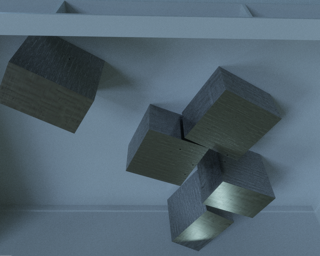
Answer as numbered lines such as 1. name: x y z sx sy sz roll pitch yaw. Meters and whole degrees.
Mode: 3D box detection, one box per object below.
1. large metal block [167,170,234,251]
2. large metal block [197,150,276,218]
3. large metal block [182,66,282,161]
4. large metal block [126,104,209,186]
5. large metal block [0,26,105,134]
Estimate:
1. large metal block: 0.058 0.126 0.476 0.050 0.080 0.080 28 118 -22
2. large metal block: 0.102 0.069 0.434 0.081 0.080 0.050 19 127 -16
3. large metal block: 0.084 -0.016 0.381 0.080 0.050 0.080 24 126 -19
4. large metal block: 0.008 0.025 0.414 0.081 0.050 0.079 18 128 -16
5. large metal block: -0.111 -0.052 0.327 0.080 0.080 0.050 25 126 -20
